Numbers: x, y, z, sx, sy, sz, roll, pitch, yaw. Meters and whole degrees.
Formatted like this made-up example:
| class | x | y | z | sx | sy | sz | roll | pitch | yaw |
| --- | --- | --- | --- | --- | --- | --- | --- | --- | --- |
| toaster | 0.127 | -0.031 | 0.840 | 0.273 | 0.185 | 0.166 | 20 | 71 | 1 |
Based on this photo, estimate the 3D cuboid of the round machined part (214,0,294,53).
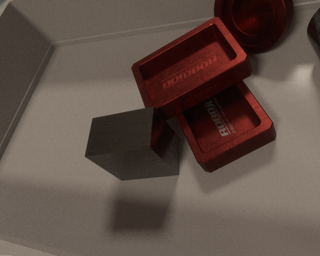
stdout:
| class | x | y | z | sx | sy | sz | roll | pitch | yaw |
| --- | --- | --- | --- | --- | --- | --- | --- | --- | --- |
| round machined part | 0.121 | -0.149 | 0.393 | 0.098 | 0.097 | 0.042 | 24 | 49 | 36 |

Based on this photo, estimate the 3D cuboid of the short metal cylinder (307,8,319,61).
| class | x | y | z | sx | sy | sz | roll | pitch | yaw |
| --- | --- | --- | --- | --- | --- | --- | --- | --- | --- |
| short metal cylinder | 0.204 | -0.098 | 0.323 | 0.080 | 0.080 | 0.050 | -18 | 55 | 17 |

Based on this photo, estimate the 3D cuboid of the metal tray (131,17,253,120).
| class | x | y | z | sx | sy | sz | roll | pitch | yaw |
| --- | --- | --- | --- | --- | --- | --- | --- | --- | --- |
| metal tray | 0.035 | -0.073 | 0.388 | 0.130 | 0.030 | 0.090 | -28 | 52 | 10 |

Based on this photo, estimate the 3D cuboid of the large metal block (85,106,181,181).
| class | x | y | z | sx | sy | sz | roll | pitch | yaw |
| --- | --- | --- | --- | --- | --- | --- | --- | --- | --- |
| large metal block | -0.028 | 0.023 | 0.370 | 0.080 | 0.080 | 0.050 | -9 | 58 | 23 |

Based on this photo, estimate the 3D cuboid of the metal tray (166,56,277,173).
| class | x | y | z | sx | sy | sz | roll | pitch | yaw |
| --- | --- | --- | --- | --- | --- | --- | --- | --- | --- |
| metal tray | 0.068 | -0.022 | 0.379 | 0.090 | 0.030 | 0.130 | -29 | 52 | 9 |
